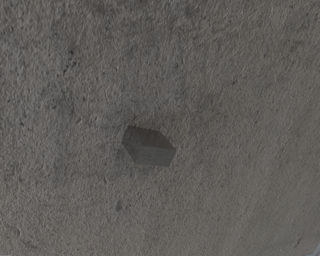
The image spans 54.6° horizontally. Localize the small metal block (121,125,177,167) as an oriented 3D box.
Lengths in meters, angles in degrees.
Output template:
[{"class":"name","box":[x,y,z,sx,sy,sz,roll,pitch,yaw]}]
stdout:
[{"class":"small metal block","box":[-0.015,0.023,0.396,0.050,0.050,0.025,11,113,-33]}]
